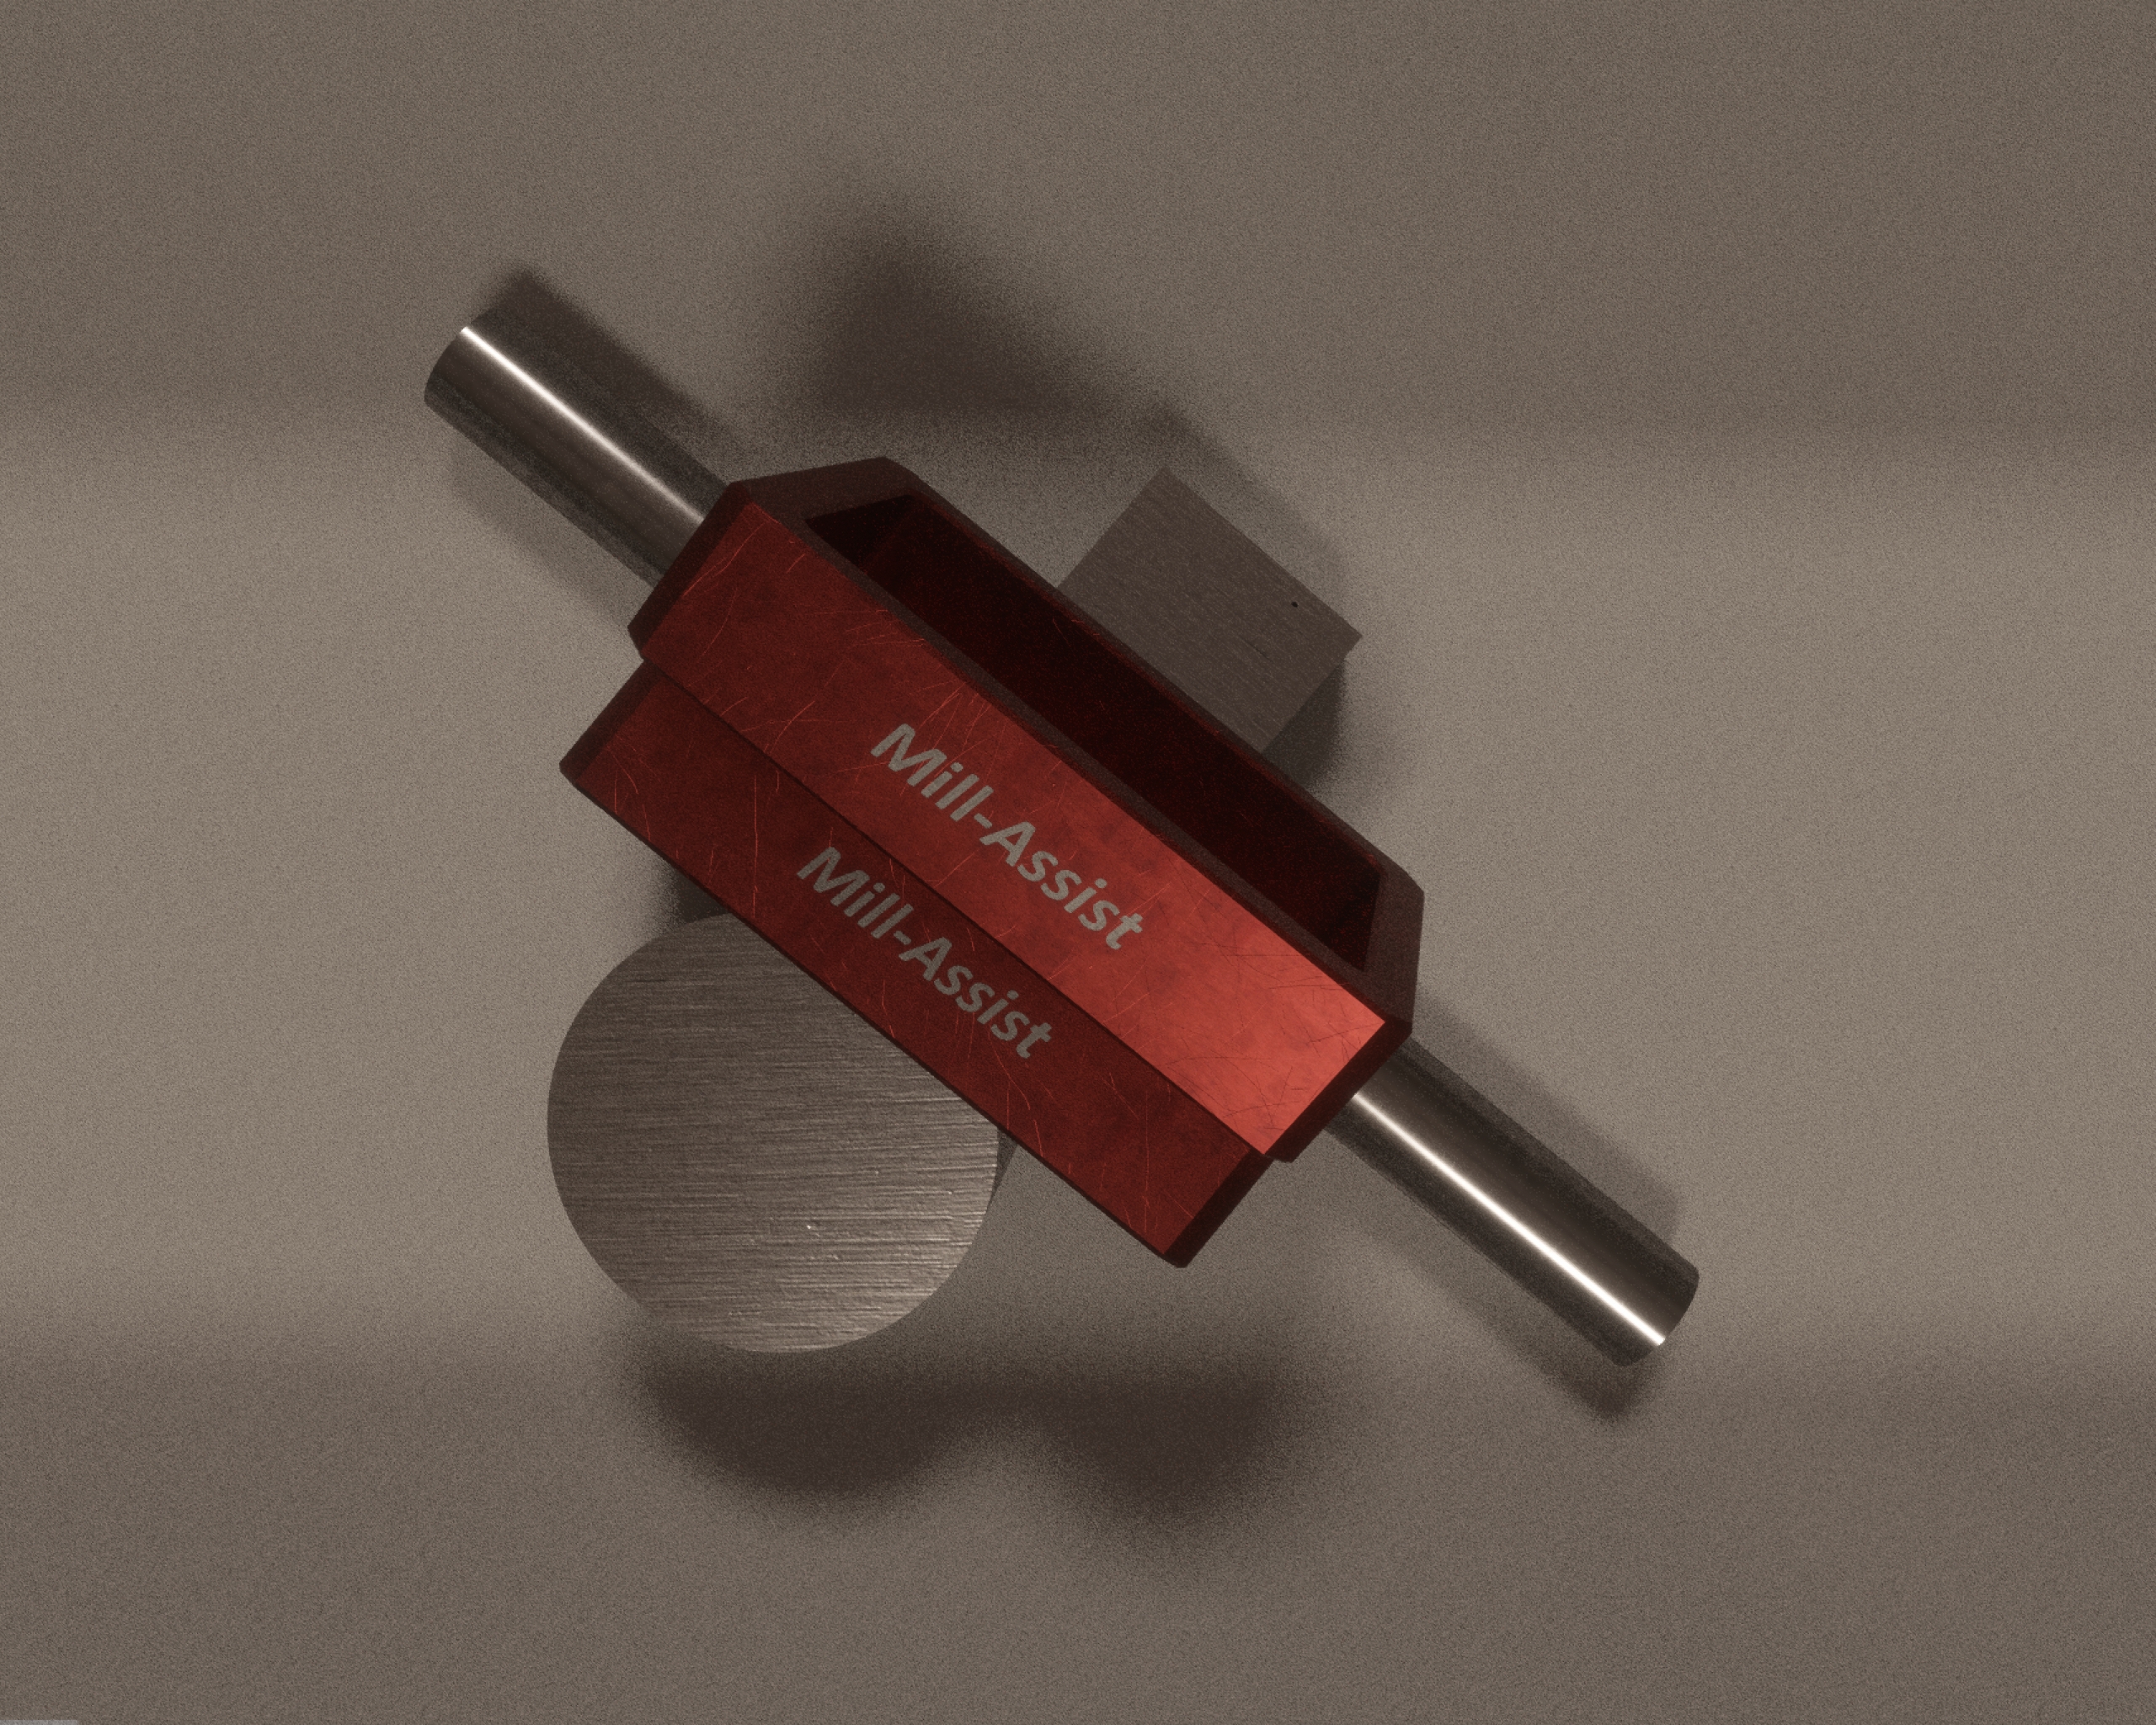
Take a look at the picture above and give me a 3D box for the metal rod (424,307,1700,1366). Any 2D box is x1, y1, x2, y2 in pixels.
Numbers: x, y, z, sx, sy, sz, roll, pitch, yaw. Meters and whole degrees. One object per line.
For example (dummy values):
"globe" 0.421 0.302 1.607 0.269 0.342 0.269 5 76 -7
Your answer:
"metal rod" -0.003 -0.005 0.411 0.300 0.025 0.025 39 90 -1

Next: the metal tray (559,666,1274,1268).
"metal tray" -0.024 0.014 0.377 0.130 0.090 0.030 39 90 -1

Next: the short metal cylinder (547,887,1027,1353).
"short metal cylinder" -0.052 0.045 0.391 0.080 0.050 0.079 1 97 5

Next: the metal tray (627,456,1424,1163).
"metal tray" -0.002 -0.015 0.352 0.130 0.090 0.030 39 107 -1

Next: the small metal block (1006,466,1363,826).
"small metal block" 0.019 -0.041 0.410 0.050 0.025 0.050 41 90 -1
